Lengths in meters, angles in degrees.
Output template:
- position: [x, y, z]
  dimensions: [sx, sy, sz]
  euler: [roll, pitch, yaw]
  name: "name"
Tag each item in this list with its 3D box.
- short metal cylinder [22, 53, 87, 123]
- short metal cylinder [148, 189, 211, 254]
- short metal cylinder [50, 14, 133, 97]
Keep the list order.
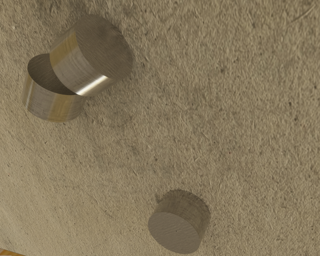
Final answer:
- position: [-0.136, -0.054, 0.410]
  dimensions: [0.080, 0.080, 0.050]
  euler: [36, 129, 4]
  name: "short metal cylinder"
- position: [0.029, 0.139, 0.461]
  dimensions: [0.080, 0.050, 0.079]
  euler: [13, 124, 21]
  name: "short metal cylinder"
- position: [-0.078, -0.083, 0.361]
  dimensions: [0.050, 0.080, 0.080]
  euler: [-24, 106, 36]
  name: "short metal cylinder"
